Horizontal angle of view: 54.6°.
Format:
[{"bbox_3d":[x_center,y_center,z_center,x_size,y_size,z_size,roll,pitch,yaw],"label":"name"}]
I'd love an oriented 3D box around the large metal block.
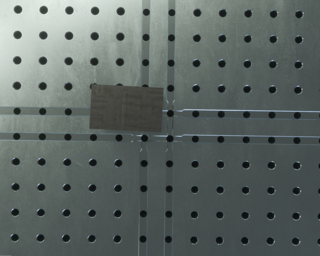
[{"bbox_3d":[-0.037,-0.022,0.386,0.080,0.080,0.050,3,90,0],"label":"large metal block"}]
